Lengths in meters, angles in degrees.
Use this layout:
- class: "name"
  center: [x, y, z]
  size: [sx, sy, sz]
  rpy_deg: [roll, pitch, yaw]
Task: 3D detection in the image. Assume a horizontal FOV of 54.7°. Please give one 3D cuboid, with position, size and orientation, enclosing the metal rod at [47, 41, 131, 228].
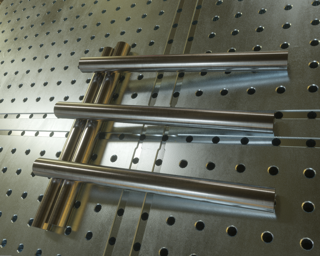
- class: "metal rod"
  center: [-0.097, -0.006, 0.460]
  size: [0.025, 0.025, 0.300]
  rpy_deg: [1, 62, 28]

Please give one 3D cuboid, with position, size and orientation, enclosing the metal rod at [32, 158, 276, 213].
- class: "metal rod"
  center: [-0.025, 0.062, 0.363]
  size: [0.301, 0.025, 0.025]
  rpy_deg: [4, 64, 22]

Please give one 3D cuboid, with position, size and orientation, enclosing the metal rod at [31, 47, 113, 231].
- class: "metal rod"
  center: [-0.121, 0.001, 0.468]
  size: [0.025, 0.025, 0.300]
  rpy_deg: [1, 62, 28]

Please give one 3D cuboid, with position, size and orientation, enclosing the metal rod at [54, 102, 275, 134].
- class: "metal rod"
  center: [-0.011, -0.016, 0.403]
  size: [0.301, 0.025, 0.025]
  rpy_deg: [4, 64, 23]

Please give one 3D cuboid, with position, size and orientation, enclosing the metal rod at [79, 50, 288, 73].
- class: "metal rod"
  center: [0.017, -0.091, 0.435]
  size: [0.301, 0.025, 0.025]
  rpy_deg: [4, 63, 22]
